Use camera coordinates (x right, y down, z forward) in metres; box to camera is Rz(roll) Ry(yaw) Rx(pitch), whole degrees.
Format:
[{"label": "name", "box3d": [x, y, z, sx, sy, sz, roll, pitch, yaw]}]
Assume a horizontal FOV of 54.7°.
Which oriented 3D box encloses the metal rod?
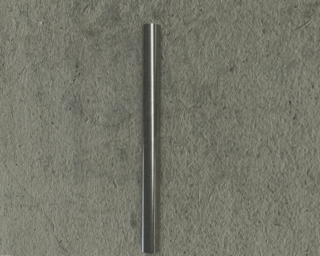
[{"label": "metal rod", "box3d": [-0.012, 0.014, 0.413, 0.025, 0.025, 0.298, 0, 90, 19]}]
